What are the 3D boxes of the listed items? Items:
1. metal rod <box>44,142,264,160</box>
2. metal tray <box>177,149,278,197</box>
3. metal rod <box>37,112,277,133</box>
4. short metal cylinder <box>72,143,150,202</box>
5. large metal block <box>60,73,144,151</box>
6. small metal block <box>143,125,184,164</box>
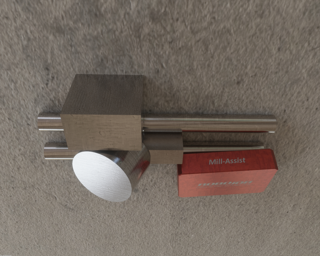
[{"bbox_3d":[-0.008,0.032,0.436,0.302,0.025,0.025,0,130,-1],"label":"metal rod"},{"bbox_3d":[0.091,0.067,0.445,0.131,0.030,0.090,-4,148,1],"label":"metal tray"},{"bbox_3d":[-0.003,-0.007,0.403,0.302,0.025,0.025,1,130,-1],"label":"metal rod"},{"bbox_3d":[-0.059,0.045,0.383,0.080,0.050,0.079,15,131,18],"label":"short metal cylinder"},{"bbox_3d":[-0.060,-0.020,0.355,0.081,0.080,0.050,1,130,-1],"label":"large metal block"},{"bbox_3d":[0.004,0.021,0.409,0.050,0.050,0.025,1,130,-1],"label":"small metal block"}]
